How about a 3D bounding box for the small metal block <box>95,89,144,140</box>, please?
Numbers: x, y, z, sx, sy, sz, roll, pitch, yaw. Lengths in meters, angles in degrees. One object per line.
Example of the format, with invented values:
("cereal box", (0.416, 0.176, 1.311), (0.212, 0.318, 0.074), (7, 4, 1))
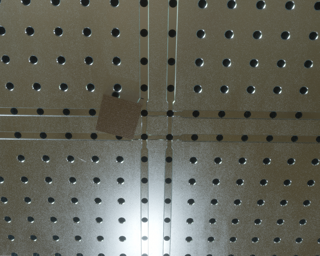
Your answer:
("small metal block", (-0.053, -0.018, 0.406), (0.050, 0.025, 0.050), (15, 109, -6))
